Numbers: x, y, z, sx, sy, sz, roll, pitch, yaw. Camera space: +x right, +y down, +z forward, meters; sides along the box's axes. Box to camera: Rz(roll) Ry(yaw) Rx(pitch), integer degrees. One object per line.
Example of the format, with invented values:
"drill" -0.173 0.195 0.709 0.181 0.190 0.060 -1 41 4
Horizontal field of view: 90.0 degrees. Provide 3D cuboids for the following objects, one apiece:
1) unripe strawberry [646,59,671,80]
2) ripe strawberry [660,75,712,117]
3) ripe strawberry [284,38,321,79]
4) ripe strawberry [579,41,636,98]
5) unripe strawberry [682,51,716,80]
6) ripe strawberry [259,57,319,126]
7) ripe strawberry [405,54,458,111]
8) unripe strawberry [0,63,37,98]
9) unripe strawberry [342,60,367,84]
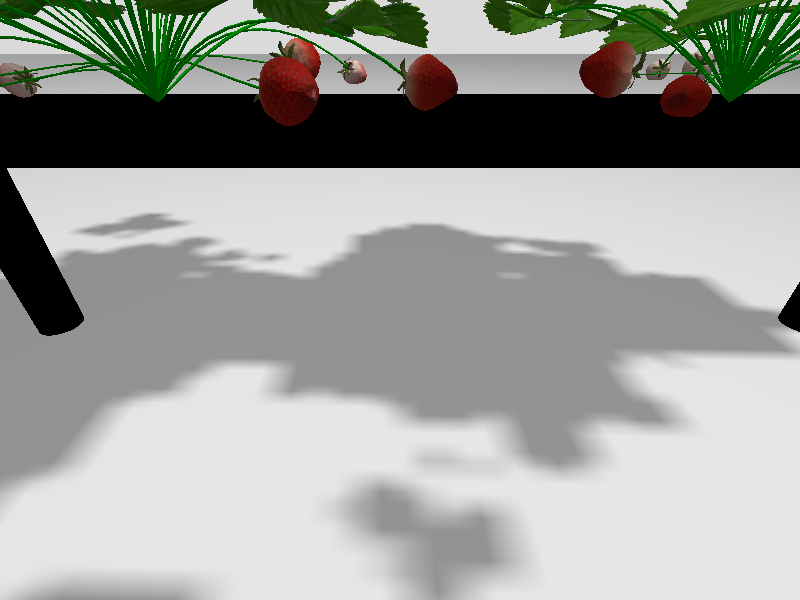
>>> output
"unripe strawberry" 0.302 -0.270 0.471 0.025 0.021 0.025 7 18 11
"ripe strawberry" 0.169 -0.121 0.238 0.026 0.022 0.026 -27 42 -35
"ripe strawberry" -0.100 -0.247 0.416 0.038 0.043 0.041 20 37 28
"ripe strawberry" 0.177 -0.198 0.345 0.043 0.043 0.040 17 36 25
"unripe strawberry" 0.340 -0.265 0.457 0.030 0.032 0.033 14 20 20
"ripe strawberry" -0.060 -0.115 0.223 0.035 0.035 0.033 23 39 30
"ripe strawberry" 0.022 -0.147 0.272 0.035 0.034 0.032 9 34 8
"unripe strawberry" -0.327 -0.186 0.340 0.027 0.026 0.025 8 34 13
"unripe strawberry" -0.046 -0.237 0.419 0.026 0.023 0.023 31 17 38
